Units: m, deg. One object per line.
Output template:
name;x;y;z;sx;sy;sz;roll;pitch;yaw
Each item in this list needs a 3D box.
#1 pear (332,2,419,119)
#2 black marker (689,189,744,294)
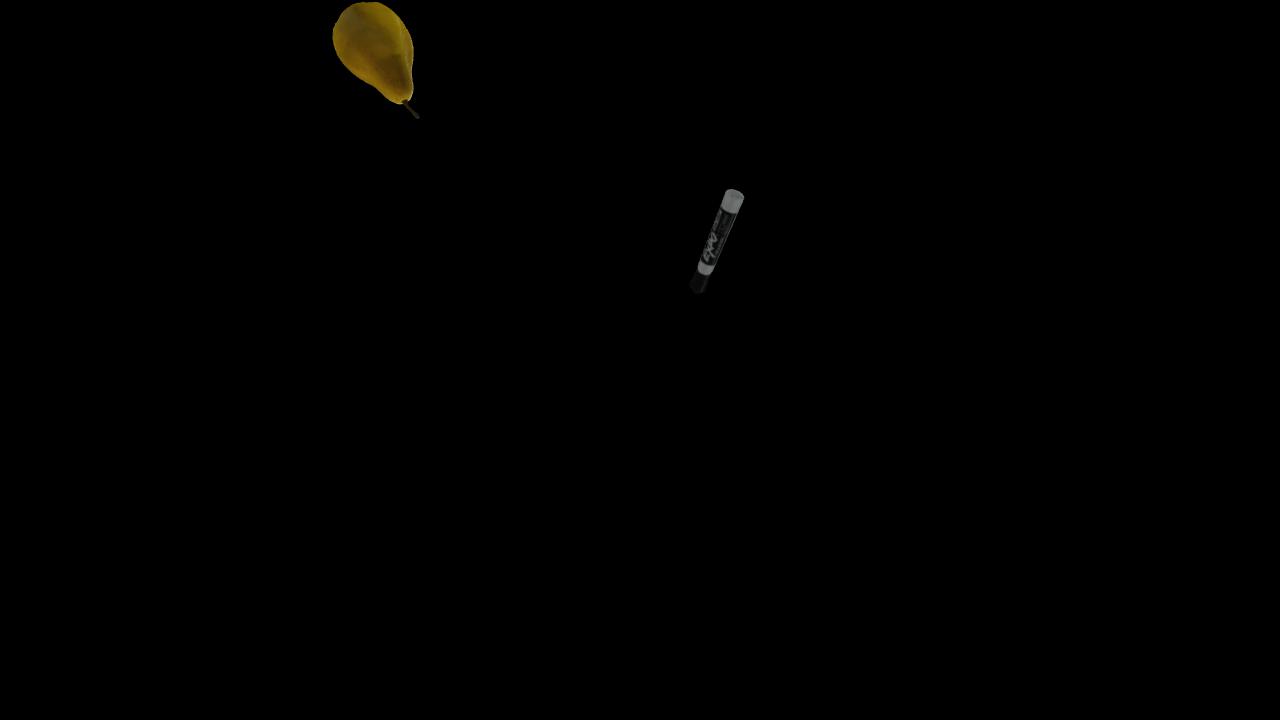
pear;-0.260;-0.298;0.623;0.080;0.111;0.080;-23;-5;-2
black marker;0.075;-0.115;0.620;0.020;0.020;0.121;0;-42;-19
